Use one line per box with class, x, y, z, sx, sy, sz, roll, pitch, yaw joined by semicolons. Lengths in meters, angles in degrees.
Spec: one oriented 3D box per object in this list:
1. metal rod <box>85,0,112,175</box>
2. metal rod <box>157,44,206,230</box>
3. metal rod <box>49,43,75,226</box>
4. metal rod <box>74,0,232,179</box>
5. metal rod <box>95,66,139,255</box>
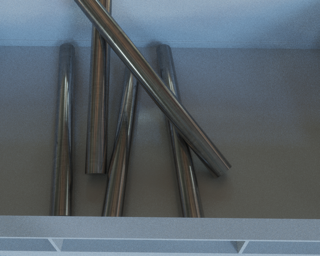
metal rod;-0.077;-0.090;0.401;0.025;0.025;0.299;-1;74;-1
metal rod;0.021;-0.014;0.416;0.025;0.025;0.300;-4;50;-4
metal rod;-0.128;-0.017;0.417;0.025;0.025;0.300;-7;50;-6
metal rod;-0.018;-0.065;0.379;0.025;0.025;0.300;-35;84;-26
metal rod;-0.046;0.007;0.398;0.025;0.025;0.300;1;50;1
